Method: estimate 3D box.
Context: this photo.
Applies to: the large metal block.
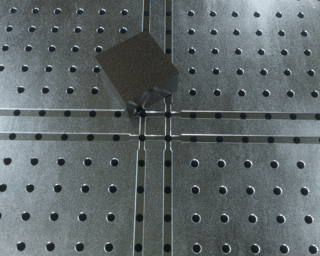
[{"bbox_3d":[-0.030,-0.074,0.425,0.080,0.050,0.080,-31,73,-11],"label":"large metal block"}]
